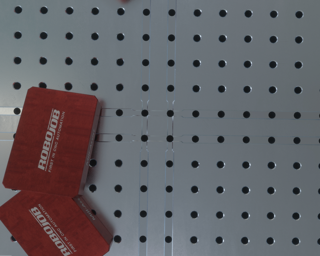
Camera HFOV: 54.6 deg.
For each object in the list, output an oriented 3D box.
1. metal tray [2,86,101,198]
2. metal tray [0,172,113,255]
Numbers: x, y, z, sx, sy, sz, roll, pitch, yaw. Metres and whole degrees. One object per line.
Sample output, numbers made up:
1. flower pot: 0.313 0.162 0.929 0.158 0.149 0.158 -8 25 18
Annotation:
1. metal tray: -0.133 0.018 0.394 0.090 0.030 0.130 9 75 0
2. metal tray: -0.137 0.131 0.410 0.090 0.030 0.130 -38 90 0
